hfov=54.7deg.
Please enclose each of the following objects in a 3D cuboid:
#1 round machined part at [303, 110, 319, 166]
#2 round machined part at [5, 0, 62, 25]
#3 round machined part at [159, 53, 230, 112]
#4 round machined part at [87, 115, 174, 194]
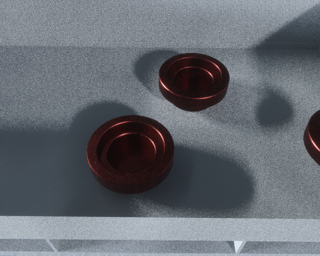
[{"bbox_3d":[0.226,0.021,0.376,0.099,0.042,0.098,-3,50,3],"label":"round machined part"},{"bbox_3d":[-0.236,-0.232,0.589,0.099,0.042,0.098,0,50,0],"label":"round machined part"},{"bbox_3d":[0.047,-0.062,0.447,0.099,0.042,0.098,0,50,0],"label":"round machined part"},{"bbox_3d":[-0.033,0.034,0.365,0.099,0.042,0.098,0,50,0],"label":"round machined part"}]
